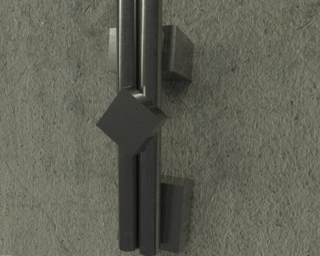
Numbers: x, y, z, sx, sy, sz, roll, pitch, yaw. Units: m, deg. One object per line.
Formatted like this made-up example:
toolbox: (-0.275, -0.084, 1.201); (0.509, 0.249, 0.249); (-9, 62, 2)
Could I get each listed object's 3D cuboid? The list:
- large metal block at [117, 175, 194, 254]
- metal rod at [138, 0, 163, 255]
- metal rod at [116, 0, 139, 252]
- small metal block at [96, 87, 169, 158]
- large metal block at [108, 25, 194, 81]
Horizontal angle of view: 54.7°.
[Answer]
large metal block: (-0.004, 0.104, 0.398); (0.080, 0.050, 0.079); (5, 92, 20)
metal rod: (-0.011, -0.007, 0.336); (0.025, 0.025, 0.298); (3, 98, 20)
metal rod: (-0.035, -0.008, 0.345); (0.025, 0.025, 0.298); (3, 98, 20)
small metal block: (-0.028, -0.007, 0.316); (0.050, 0.025, 0.050); (41, 109, 9)
large metal block: (-0.008, -0.089, 0.384); (0.080, 0.080, 0.050); (4, 91, 20)
